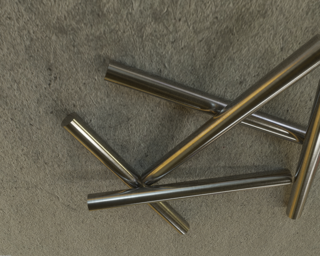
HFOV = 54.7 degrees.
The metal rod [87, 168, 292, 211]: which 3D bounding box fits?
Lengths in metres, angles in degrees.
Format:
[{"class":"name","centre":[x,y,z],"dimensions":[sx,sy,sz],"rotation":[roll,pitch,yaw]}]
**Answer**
[{"class":"metal rod","centre":[0.046,0.092,0.463],"dimensions":[0.302,0.025,0.025],"rotation":[-7,130,-3]}]

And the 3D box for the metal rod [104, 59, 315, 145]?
[{"class":"metal rod","centre":[0.080,-0.024,0.387],"dimensions":[0.302,0.025,0.025],"rotation":[17,128,-14]}]

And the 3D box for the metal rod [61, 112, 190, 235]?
[{"class":"metal rod","centre":[-0.037,0.085,0.478],"dimensions":[0.025,0.025,0.300],"rotation":[-26,126,20]}]

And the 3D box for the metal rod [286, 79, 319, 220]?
[{"class":"metal rod","centre":[0.202,0.050,0.423],"dimensions":[0.025,0.025,0.299],"rotation":[-9,138,7]}]

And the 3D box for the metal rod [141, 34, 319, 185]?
[{"class":"metal rod","centre":[0.066,0.001,0.377],"dimensions":[0.025,0.025,0.299],"rotation":[28,134,-22]}]
